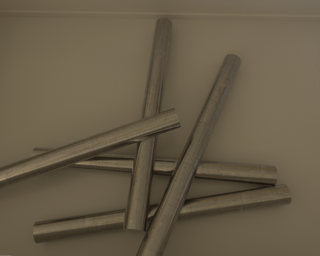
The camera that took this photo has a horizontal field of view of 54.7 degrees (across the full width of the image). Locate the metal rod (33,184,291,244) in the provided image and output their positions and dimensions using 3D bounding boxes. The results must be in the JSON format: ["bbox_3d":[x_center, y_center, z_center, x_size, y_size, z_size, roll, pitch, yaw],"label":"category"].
[{"bbox_3d":[0.006,0.102,0.371,0.302,0.025,0.025,-8,70,-4],"label":"metal rod"}]

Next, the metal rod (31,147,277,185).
[{"bbox_3d":[-0.008,0.048,0.390,0.302,0.025,0.025,4,70,1],"label":"metal rod"}]

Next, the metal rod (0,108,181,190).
[{"bbox_3d":[-0.122,0.036,0.367,0.302,0.025,0.025,-19,71,-2],"label":"metal rod"}]

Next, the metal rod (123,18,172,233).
[{"bbox_3d":[-0.011,-0.023,0.398,0.025,0.025,0.299,6,64,2],"label":"metal rod"}]

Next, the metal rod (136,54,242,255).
[{"bbox_3d":[0.044,0.023,0.379,0.025,0.025,0.300,23,64,8],"label":"metal rod"}]
